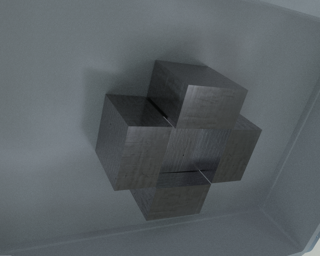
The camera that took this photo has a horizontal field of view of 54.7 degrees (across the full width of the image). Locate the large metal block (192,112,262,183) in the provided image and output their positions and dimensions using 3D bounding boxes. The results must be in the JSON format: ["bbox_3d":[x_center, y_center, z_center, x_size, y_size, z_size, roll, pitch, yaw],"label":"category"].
[{"bbox_3d":[0.081,0.018,0.427,0.050,0.080,0.079,1,118,-29],"label":"large metal block"}]

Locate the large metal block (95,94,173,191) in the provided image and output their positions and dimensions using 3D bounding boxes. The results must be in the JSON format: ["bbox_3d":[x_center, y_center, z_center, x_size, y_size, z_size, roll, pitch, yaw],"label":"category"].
[{"bbox_3d":[-0.035,0.014,0.362,0.050,0.080,0.079,1,118,-29],"label":"large metal block"}]

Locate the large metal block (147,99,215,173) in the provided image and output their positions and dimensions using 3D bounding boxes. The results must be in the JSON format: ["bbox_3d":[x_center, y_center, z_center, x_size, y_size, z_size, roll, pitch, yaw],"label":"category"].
[{"bbox_3d":[0.019,0.010,0.406,0.081,0.050,0.079,1,118,-29],"label":"large metal block"}]

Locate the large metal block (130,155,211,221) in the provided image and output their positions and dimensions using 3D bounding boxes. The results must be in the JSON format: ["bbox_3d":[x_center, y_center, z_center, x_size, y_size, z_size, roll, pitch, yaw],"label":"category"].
[{"bbox_3d":[0.008,0.074,0.421,0.081,0.080,0.050,2,118,-29],"label":"large metal block"}]

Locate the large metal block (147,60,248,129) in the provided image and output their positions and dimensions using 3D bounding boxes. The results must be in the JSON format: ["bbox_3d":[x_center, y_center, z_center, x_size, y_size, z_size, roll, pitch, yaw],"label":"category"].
[{"bbox_3d":[0.041,-0.040,0.368,0.081,0.080,0.050,1,118,-29],"label":"large metal block"}]
